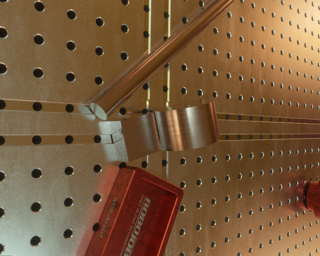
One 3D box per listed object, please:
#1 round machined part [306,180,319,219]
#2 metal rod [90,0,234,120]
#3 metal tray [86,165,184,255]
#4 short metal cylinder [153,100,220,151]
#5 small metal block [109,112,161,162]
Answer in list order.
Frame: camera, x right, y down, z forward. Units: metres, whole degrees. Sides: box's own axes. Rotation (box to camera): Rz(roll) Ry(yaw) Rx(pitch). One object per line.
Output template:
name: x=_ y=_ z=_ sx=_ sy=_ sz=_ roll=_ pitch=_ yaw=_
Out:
round machined part: x=0.371 y=0.161 z=0.712 sx=0.099 sy=0.042 sz=0.097 roll=-5 pitch=97 yaw=-42
metal rod: x=0.019 y=-0.114 z=0.426 sx=0.301 sy=0.025 sz=0.025 roll=-47 pitch=119 yaw=-30
metal tray: x=-0.028 y=0.122 z=0.384 sx=0.090 sy=0.030 sz=0.130 roll=33 pitch=70 yaw=-36
short metal cylinder: x=0.035 y=-0.005 z=0.405 sx=0.081 sy=0.080 sz=0.050 roll=-18 pitch=102 yaw=-39
small metal block: x=-0.030 y=0.010 z=0.386 sx=0.050 sy=0.025 sz=0.050 roll=-18 pitch=101 yaw=-39
